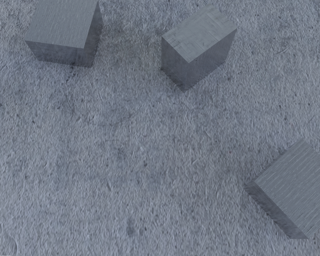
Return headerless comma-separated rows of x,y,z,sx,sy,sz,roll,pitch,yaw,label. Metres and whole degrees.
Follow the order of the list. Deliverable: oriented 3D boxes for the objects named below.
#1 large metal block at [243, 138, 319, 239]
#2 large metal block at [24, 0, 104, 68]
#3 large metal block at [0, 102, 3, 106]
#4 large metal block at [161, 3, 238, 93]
0.162,0.073,0.369,0.080,0.050,0.080,-38,75,-13,large metal block
-0.133,-0.139,0.444,0.080,0.050,0.080,9,70,3,large metal block
-0.276,-0.044,0.409,0.080,0.050,0.080,-39,75,-13,large metal block
0.049,-0.105,0.417,0.080,0.080,0.050,-38,75,-13,large metal block
